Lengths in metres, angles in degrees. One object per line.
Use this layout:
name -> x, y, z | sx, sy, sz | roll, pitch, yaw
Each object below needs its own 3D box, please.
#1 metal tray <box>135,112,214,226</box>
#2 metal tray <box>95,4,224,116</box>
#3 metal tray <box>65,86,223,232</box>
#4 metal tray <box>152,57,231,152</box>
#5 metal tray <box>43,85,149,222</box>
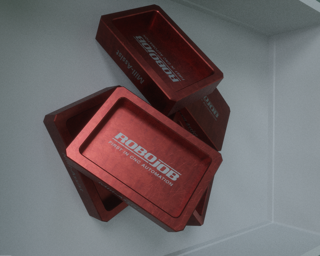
metal tray -> 0.026, 0.054, 0.398 | 0.130, 0.030, 0.090 | 57, 39, -33
metal tray -> 0.000, -0.083, 0.358 | 0.091, 0.030, 0.130 | -29, 73, -36
metal tray -> -0.014, 0.030, 0.309 | 0.130, 0.030, 0.090 | 35, 67, -1
metal tray -> 0.049, -0.037, 0.430 | 0.130, 0.030, 0.090 | 50, 44, -29
metal tray -> -0.061, 0.027, 0.353 | 0.091, 0.030, 0.129 | -33, 110, -35
